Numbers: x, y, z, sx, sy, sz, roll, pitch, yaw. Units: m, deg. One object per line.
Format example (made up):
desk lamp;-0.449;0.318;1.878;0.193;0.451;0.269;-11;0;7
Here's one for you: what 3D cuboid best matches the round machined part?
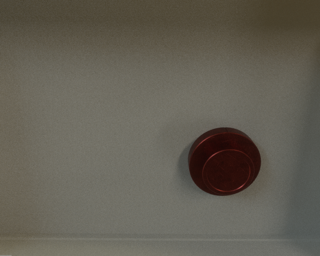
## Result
round machined part;0.089;0.052;0.423;0.099;0.042;0.097;0;110;-1
